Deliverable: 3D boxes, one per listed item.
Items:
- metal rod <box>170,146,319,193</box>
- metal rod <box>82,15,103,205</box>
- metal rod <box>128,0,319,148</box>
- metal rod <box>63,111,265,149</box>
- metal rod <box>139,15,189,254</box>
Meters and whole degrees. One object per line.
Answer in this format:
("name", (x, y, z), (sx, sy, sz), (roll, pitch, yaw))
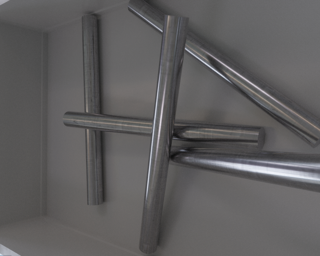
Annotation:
("metal rod", (0.076, 0.031, 0.260), (0.299, 0.025, 0.025), (176, 92, -66))
("metal rod", (-0.108, -0.029, 0.496), (0.025, 0.025, 0.298), (-4, 88, 40))
("metal rod", (0.057, -0.082, 0.359), (0.300, 0.025, 0.025), (45, 117, 30))
("metal rod", (-0.019, -0.002, 0.404), (0.300, 0.025, 0.025), (6, 94, 34))
("metal rod", (0.000, 0.025, 0.366), (0.025, 0.025, 0.298), (25, 118, 37))
